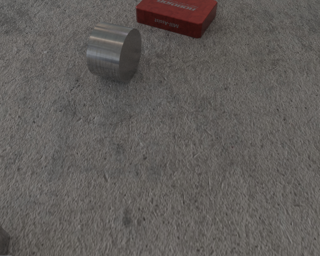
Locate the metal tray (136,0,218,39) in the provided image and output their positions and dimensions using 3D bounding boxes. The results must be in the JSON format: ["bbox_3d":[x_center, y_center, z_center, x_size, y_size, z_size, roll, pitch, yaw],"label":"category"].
[{"bbox_3d":[0.032,-0.220,0.585,0.130,0.030,0.090,20,53,16],"label":"metal tray"}]

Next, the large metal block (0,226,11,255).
[{"bbox_3d":[-0.193,0.110,0.273,0.081,0.080,0.050,-6,50,-5],"label":"large metal block"}]

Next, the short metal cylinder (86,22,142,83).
[{"bbox_3d":[-0.066,-0.112,0.461,0.050,0.080,0.080,16,52,13],"label":"short metal cylinder"}]
